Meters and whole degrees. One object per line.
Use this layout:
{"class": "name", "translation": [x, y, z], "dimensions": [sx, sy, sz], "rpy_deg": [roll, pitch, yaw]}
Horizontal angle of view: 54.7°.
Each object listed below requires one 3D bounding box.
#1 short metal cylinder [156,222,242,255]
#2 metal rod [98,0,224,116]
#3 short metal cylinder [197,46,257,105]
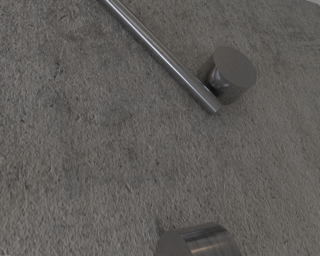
{"class": "short metal cylinder", "translation": [0.037, 0.138, 0.305], "dimensions": [0.050, 0.080, 0.080], "rpy_deg": [-1, 62, -29]}
{"class": "metal rod", "translation": [-0.017, -0.135, 0.476], "dimensions": [0.300, 0.025, 0.025], "rpy_deg": [46, 51, 4]}
{"class": "short metal cylinder", "translation": [0.106, -0.084, 0.496], "dimensions": [0.081, 0.050, 0.080], "rpy_deg": [14, 56, -21]}
